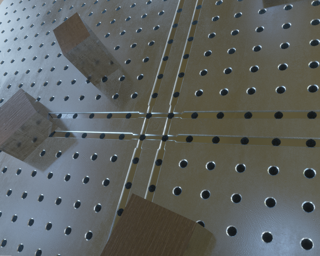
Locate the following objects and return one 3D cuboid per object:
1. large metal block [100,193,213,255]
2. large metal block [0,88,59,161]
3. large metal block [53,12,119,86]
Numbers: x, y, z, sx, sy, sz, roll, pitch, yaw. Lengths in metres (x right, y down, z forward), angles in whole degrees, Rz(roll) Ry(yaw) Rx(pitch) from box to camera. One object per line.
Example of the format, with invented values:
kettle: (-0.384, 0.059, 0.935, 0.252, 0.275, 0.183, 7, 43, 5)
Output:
large metal block: (-0.005, 0.124, 0.317, 0.080, 0.050, 0.080, 16, 70, 34)
large metal block: (-0.230, -0.006, 0.514, 0.080, 0.050, 0.080, -45, 51, -3)
large metal block: (-0.123, -0.130, 0.516, 0.050, 0.080, 0.080, -36, 52, 4)
